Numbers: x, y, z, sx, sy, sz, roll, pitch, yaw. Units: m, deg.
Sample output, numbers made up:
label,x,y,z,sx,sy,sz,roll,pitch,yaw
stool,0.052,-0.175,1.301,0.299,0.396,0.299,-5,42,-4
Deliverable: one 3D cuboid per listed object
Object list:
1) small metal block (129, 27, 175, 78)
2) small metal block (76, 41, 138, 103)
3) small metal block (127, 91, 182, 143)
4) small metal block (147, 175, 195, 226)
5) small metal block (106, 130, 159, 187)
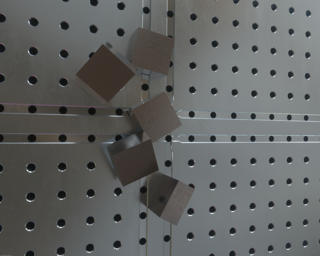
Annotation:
label,x,y,z,sx,sy,sz,roll,pitch,yaw
small metal block,-0.013,-0.098,0.408,0.050,0.025,0.050,13,86,-20
small metal block,-0.064,-0.068,0.377,0.050,0.025,0.050,42,108,-15
small metal block,-0.007,-0.013,0.410,0.050,0.025,0.050,-31,100,-17
small metal block,0.013,0.092,0.404,0.025,0.050,0.050,31,80,-17
small metal block,-0.034,0.038,0.389,0.050,0.025,0.050,-23,123,-16
